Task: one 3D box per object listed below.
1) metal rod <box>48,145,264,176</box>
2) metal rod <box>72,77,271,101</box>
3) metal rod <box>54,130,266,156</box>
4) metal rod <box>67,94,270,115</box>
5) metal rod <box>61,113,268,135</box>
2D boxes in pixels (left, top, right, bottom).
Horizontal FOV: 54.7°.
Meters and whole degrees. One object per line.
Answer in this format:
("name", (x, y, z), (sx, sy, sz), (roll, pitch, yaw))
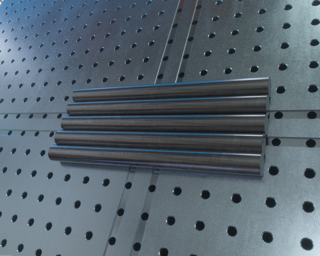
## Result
("metal rod", (-0.025, 0.038, 0.397), (0.300, 0.025, 0.025), (0, 62, 27))
("metal rod", (-0.002, -0.050, 0.439), (0.300, 0.025, 0.025), (1, 62, 28))
("metal rod", (-0.020, 0.017, 0.407), (0.300, 0.025, 0.025), (1, 62, 28))
("metal rod", (-0.008, -0.028, 0.428), (0.300, 0.025, 0.025), (1, 62, 28))
("metal rod", (-0.014, -0.005, 0.417), (0.300, 0.025, 0.025), (1, 62, 28))
